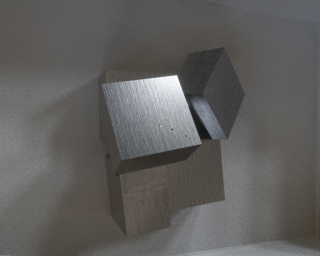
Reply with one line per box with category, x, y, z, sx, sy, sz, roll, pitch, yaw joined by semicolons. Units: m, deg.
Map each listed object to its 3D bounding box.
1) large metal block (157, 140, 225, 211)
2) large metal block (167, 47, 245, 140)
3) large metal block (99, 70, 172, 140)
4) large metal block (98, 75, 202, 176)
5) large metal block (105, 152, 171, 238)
large metal block;0.034;0.057;0.407;0.081;0.050;0.079;-6;92;-20
large metal block;0.061;-0.042;0.392;0.080;0.050;0.080;55;50;-36
large metal block;-0.031;-0.026;0.385;0.081;0.050;0.079;-1;91;-20
large metal block;-0.014;-0.003;0.322;0.081;0.050;0.080;-10;68;-20
large metal block;-0.029;0.073;0.370;0.050;0.080;0.079;-7;93;-20
